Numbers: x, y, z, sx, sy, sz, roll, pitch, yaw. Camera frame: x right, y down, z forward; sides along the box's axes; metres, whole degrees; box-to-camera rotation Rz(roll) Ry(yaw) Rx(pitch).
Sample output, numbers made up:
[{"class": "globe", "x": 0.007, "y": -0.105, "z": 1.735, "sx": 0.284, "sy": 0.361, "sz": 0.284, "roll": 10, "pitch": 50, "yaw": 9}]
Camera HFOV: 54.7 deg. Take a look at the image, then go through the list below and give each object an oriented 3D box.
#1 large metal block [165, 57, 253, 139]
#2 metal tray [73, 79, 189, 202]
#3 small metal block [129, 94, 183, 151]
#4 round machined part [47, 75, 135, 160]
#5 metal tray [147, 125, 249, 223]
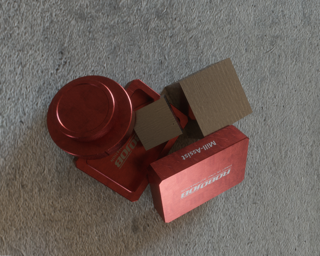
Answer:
[{"class": "large metal block", "x": 0.066, "y": -0.039, "z": 0.421, "sx": 0.080, "sy": 0.050, "sz": 0.080, "roll": -28, "pitch": 100, "yaw": -18}, {"class": "metal tray", "x": -0.035, "y": 0.015, "z": 0.394, "sx": 0.090, "sy": 0.030, "sz": 0.130, "roll": 37, "pitch": 78, "yaw": -17}, {"class": "small metal block", "x": -0.006, "y": -0.007, "z": 0.384, "sx": 0.050, "sy": 0.025, "sz": 0.050, "roll": -26, "pitch": 102, "yaw": 10}, {"class": "round machined part", "x": -0.080, "y": -0.016, "z": 0.349, "sx": 0.099, "sy": 0.042, "sz": 0.098, "roll": -1, "pitch": 73, "yaw": 5}, {"class": "metal tray", "x": 0.052, "y": 0.060, "z": 0.402, "sx": 0.131, "sy": 0.030, "sz": 0.089, "roll": -24, "pitch": 134, "yaw": -18}]
